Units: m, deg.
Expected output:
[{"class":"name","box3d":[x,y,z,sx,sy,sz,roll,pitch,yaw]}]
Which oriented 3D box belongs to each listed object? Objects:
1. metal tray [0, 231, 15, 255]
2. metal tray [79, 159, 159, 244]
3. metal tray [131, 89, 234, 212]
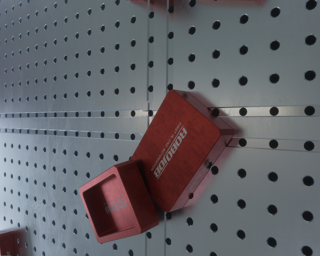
[{"class":"metal tray","box3d":[-0.367,0.308,0.713,0.090,0.030,0.129,-16,80,39]},{"class":"metal tray","box3d":[-0.063,0.107,0.435,0.129,0.030,0.090,-34,75,47]},{"class":"metal tray","box3d":[0.020,0.029,0.391,0.090,0.030,0.129,44,117,31]}]
